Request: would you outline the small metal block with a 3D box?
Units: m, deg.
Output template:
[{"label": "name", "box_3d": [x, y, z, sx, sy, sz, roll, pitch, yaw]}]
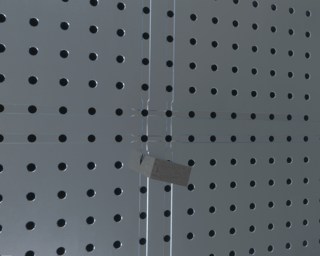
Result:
[{"label": "small metal block", "box_3d": [0.005, 0.054, 0.401, 0.050, 0.050, 0.025, 16, 85, -19]}]
